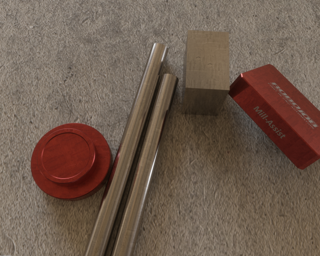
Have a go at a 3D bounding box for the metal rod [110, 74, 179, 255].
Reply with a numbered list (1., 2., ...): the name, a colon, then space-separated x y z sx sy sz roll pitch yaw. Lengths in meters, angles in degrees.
1. metal rod: -0.023 0.067 0.383 0.025 0.025 0.299 14 70 4

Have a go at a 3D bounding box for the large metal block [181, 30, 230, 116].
1. large metal block: 0.057 -0.069 0.405 0.050 0.080 0.080 3 70 1

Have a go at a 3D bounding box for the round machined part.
1. round machined part: -0.111 0.039 0.384 0.099 0.042 0.098 0 70 -1

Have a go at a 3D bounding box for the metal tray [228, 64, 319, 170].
1. metal tray: 0.157 -0.020 0.391 0.091 0.030 0.130 -24 68 -44

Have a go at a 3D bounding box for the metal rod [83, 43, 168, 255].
1. metal rod: -0.039 0.020 0.400 0.025 0.025 0.299 14 70 5
